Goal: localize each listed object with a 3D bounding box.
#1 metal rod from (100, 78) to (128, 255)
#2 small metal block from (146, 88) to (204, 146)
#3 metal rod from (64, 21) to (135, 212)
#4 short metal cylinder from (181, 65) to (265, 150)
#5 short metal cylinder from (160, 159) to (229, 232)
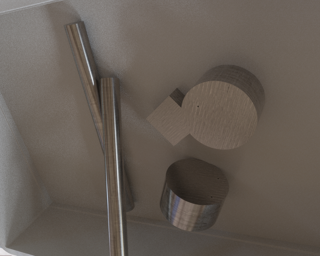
[{"bbox_3d":[-0.059,0.085,0.410,0.025,0.025,0.298,-2,92,28],"label":"metal rod"},{"bbox_3d":[0.019,-0.013,0.389,0.050,0.025,0.050,45,129,-3],"label":"small metal block"},{"bbox_3d":[-0.080,0.001,0.449,0.025,0.025,0.298,3,120,26],"label":"metal rod"},{"bbox_3d":[0.070,-0.023,0.341,0.080,0.050,0.079,13,124,20],"label":"short metal cylinder"},{"bbox_3d":[0.043,0.085,0.402,0.080,0.080,0.050,21,126,15],"label":"short metal cylinder"}]
